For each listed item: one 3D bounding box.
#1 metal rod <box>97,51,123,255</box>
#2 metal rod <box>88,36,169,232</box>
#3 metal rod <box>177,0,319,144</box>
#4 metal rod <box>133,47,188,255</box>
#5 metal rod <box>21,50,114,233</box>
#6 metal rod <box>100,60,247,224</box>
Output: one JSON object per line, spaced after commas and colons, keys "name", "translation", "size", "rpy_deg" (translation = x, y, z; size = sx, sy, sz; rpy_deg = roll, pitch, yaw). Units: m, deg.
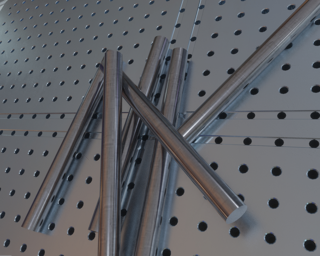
{"name": "metal rod", "translation": [-0.060, 0.041, 0.378], "size": [0.025, 0.025, 0.299], "rpy_deg": [-10, 69, 23]}
{"name": "metal rod", "translation": [-0.036, -0.006, 0.431], "size": [0.025, 0.025, 0.300], "rpy_deg": [2, 62, 29]}
{"name": "metal rod", "translation": [0.133, -0.092, 0.395], "size": [0.300, 0.025, 0.025], "rpy_deg": [-45, 51, -3]}
{"name": "metal rod", "translation": [0.006, 0.020, 0.393], "size": [0.025, 0.025, 0.300], "rpy_deg": [-4, 60, 26]}
{"name": "metal rod", "translation": [-0.127, 0.006, 0.472], "size": [0.025, 0.025, 0.300], "rpy_deg": [6, 65, 31]}
{"name": "metal rod", "translation": [-0.005, -0.008, 0.382], "size": [0.025, 0.025, 0.300], "rpy_deg": [-41, 51, 0]}
